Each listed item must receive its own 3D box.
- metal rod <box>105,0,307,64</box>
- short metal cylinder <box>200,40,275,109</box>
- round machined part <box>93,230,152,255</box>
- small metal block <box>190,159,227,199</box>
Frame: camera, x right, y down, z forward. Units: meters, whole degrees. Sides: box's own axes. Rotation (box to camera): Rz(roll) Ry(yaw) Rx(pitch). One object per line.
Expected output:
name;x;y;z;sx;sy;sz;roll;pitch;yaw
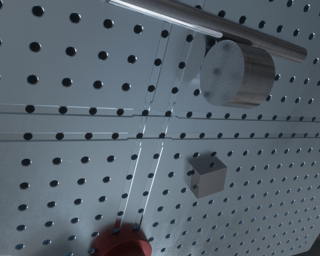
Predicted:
metal rod;0.079;-0.121;0.381;0.302;0.025;0.025;6;116;-32
short metal cylinder;0.095;-0.066;0.389;0.050;0.080;0.079;3;117;-31
round machined part;-0.058;0.218;0.506;0.099;0.042;0.097;-14;125;-21
small metal block;0.079;0.083;0.508;0.050;0.025;0.050;-12;124;-22
